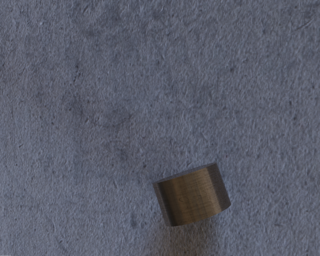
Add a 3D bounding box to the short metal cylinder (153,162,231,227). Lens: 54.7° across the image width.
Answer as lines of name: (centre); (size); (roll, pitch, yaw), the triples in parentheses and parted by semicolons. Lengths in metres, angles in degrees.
short metal cylinder: (0.037, 0.077, 0.366); (0.080, 0.080, 0.050); (-21, 83, 18)
